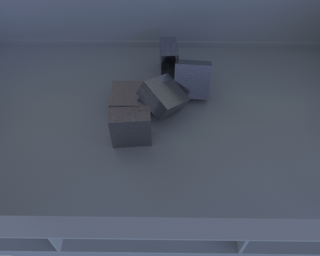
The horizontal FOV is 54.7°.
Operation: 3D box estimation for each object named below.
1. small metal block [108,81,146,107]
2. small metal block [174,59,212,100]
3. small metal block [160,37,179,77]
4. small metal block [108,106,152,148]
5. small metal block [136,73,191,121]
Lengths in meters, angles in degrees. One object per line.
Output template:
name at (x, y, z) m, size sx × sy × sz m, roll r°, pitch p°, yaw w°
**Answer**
small metal block at (-0.043, -0.041, 0.439) m, size 0.050 × 0.025 × 0.050 m, roll 1°, pitch 50°, yaw 0°
small metal block at (0.046, -0.069, 0.444) m, size 0.050 × 0.050 × 0.025 m, roll 4°, pitch 27°, yaw 3°
small metal block at (0.013, -0.104, 0.475) m, size 0.025 × 0.050 × 0.050 m, roll -2°, pitch 48°, yaw -2°
small metal block at (-0.037, -0.001, 0.389) m, size 0.050 × 0.050 × 0.025 m, roll -3°, pitch 50°, yaw -3°
small metal block at (0.005, -0.043, 0.422) m, size 0.050 × 0.025 × 0.050 m, roll -27°, pitch 73°, yaw -44°
